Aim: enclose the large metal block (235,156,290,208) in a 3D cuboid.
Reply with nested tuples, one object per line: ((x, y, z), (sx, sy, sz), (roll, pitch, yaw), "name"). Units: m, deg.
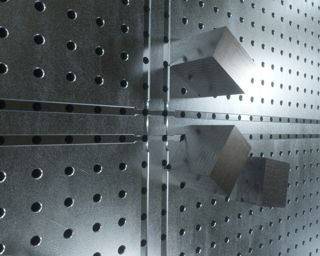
((0.184, 0.096, 0.550), (0.081, 0.050, 0.080), (15, 81, -39), "large metal block")

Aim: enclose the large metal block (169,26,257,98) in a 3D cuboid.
((0.075, -0.089, 0.438), (0.080, 0.080, 0.050), (38, 67, -34), "large metal block")

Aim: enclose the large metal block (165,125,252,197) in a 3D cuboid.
((0.068, 0.042, 0.433), (0.050, 0.080, 0.080), (47, 62, -30), "large metal block")
